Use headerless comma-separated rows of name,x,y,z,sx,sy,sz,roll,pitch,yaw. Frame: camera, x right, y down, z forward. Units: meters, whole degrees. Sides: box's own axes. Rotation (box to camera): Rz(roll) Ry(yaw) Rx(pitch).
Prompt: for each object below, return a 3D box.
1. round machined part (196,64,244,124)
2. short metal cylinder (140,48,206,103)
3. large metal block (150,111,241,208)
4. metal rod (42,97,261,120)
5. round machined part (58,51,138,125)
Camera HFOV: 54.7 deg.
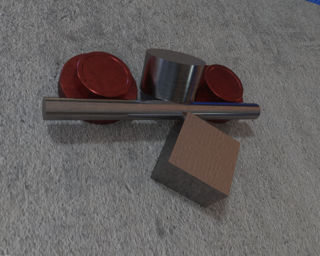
round machined part,0.088,-0.059,0.478,0.099,0.042,0.098,14,56,-21
short metal cylinder,0.016,-0.072,0.418,0.081,0.050,0.080,11,23,-4
large metal block,0.046,0.040,0.387,0.080,0.050,0.080,31,52,-9
metal rod,0.011,-0.023,0.398,0.303,0.025,0.025,-1,62,-29
round machined part,-0.074,-0.056,0.388,0.099,0.042,0.098,14,56,-21
